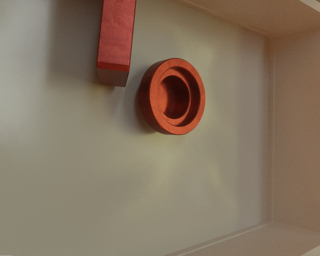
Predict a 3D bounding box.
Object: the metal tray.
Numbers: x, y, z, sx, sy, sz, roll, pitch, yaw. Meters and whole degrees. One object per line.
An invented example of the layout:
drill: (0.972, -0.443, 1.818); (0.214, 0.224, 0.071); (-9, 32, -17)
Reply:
metal tray: (-0.044, -0.115, 0.327); (0.030, 0.090, 0.129); (6, 86, -9)

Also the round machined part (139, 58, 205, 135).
round machined part: (0.011, -0.040, 0.407); (0.099, 0.042, 0.097); (0, 90, -40)
